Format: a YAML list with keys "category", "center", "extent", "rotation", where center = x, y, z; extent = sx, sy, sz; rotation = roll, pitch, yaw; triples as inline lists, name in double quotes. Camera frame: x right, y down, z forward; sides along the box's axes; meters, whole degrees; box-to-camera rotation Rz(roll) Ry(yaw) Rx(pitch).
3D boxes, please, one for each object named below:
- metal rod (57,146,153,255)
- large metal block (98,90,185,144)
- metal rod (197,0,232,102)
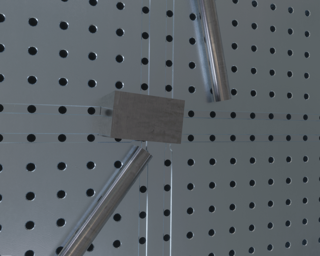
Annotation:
- category: "metal rod"
  center: [-0.105, 0.150, 0.374]
  extent: [0.025, 0.025, 0.300]
  rotation: [39, 77, -16]
- category: "large metal block"
  center: [-0.025, -0.011, 0.374]
  extent: [0.081, 0.080, 0.050]
  rotation: [6, 88, -20]
- category: "metal rod"
  center: [0.063, -0.186, 0.435]
  extent: [0.025, 0.025, 0.298]
  rotation: [-12, 94, -20]
